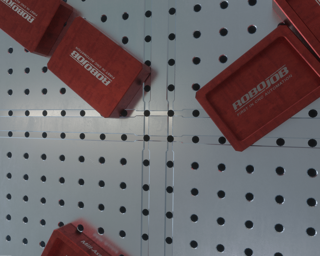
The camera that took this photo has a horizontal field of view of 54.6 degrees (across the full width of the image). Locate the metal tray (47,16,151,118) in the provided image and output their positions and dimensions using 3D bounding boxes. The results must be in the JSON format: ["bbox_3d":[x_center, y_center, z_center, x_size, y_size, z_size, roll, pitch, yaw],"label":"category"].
[{"bbox_3d":[-0.089,-0.086,0.442,0.130,0.030,0.090,40,102,15],"label":"metal tray"}]

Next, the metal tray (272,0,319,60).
[{"bbox_3d":[0.198,-0.122,0.339,0.090,0.030,0.130,-36,79,16],"label":"metal tray"}]

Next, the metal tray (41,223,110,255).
[{"bbox_3d":[-0.115,0.214,0.451,0.130,0.030,0.090,31,100,17],"label":"metal tray"}]

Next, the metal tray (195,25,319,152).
[{"bbox_3d":[0.120,-0.044,0.367,0.130,0.030,0.090,-39,78,16],"label":"metal tray"}]

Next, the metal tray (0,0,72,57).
[{"bbox_3d":[-0.211,-0.184,0.485,0.130,0.030,0.090,37,102,16],"label":"metal tray"}]
